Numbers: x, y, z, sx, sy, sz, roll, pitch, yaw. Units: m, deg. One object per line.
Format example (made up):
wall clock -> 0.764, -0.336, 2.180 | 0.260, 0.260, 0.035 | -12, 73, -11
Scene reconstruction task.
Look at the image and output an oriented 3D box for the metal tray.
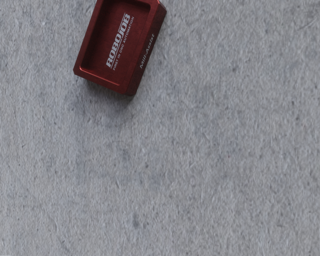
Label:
metal tray -> -0.056, -0.119, 0.426 | 0.090, 0.030, 0.129 | 24, 98, 18
